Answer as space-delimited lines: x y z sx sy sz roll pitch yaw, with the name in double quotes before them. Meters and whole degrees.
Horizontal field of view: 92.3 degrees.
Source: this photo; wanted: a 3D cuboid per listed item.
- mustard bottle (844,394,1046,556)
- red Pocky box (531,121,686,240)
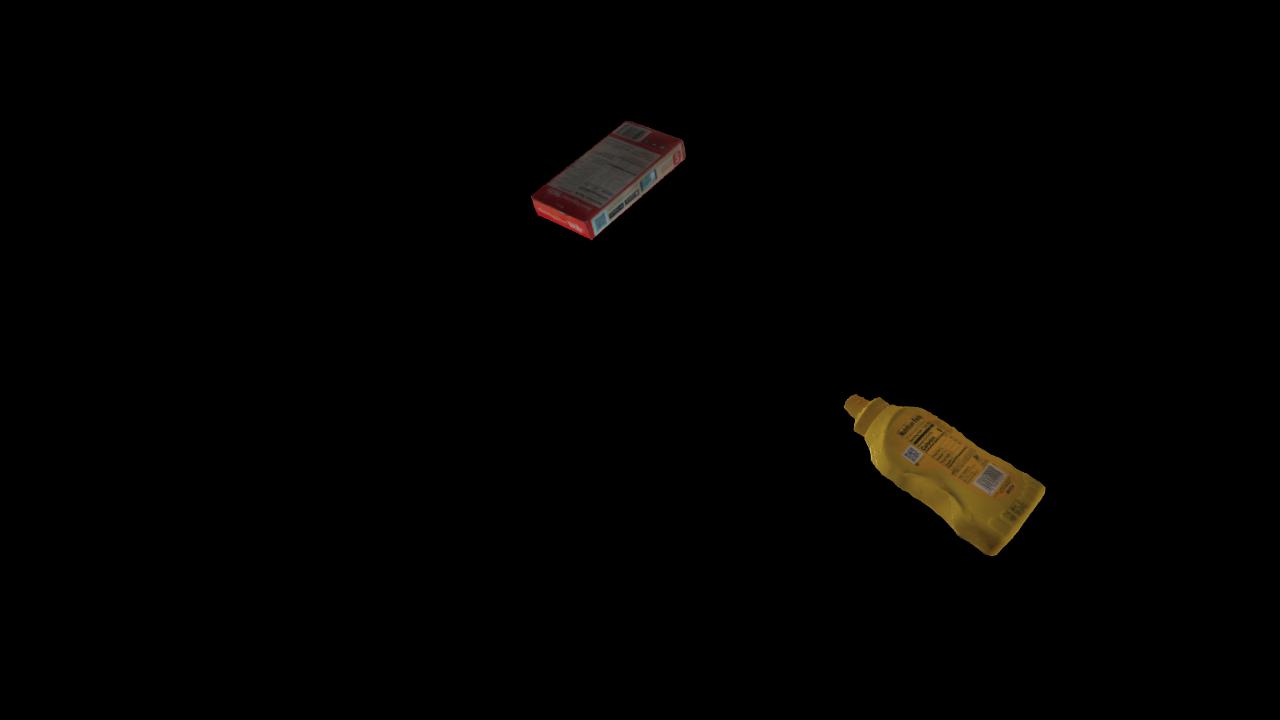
"mustard bottle" 0.274 0.092 0.586 0.092 0.054 0.184 -36 58 -25
"red Pocky box" -0.032 -0.191 0.643 0.083 0.155 0.028 31 -26 28
